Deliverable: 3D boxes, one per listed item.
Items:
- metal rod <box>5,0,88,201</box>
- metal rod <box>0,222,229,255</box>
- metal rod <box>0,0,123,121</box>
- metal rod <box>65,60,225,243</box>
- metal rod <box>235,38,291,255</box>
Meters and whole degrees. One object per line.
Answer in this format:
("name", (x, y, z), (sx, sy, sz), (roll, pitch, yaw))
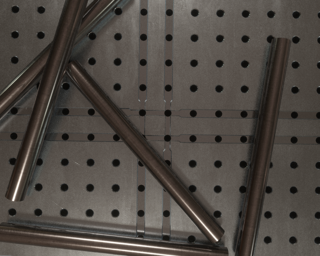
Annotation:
("metal rod", (-0.142, -0.048, 0.394), (0.025, 0.025, 0.298), (20, 97, -1))
("metal rod", (-0.061, 0.155, 0.412), (0.302, 0.025, 0.025), (7, 90, -1))
("metal rod", (-0.150, -0.089, 0.411), (0.300, 0.025, 0.025), (-45, 91, -1))
("metal rod", (-0.021, 0.031, 0.413), (0.025, 0.025, 0.300), (-41, 91, 0))
("metal rod", (0.137, 0.030, 0.415), (0.025, 0.025, 0.298), (10, 90, -1))
